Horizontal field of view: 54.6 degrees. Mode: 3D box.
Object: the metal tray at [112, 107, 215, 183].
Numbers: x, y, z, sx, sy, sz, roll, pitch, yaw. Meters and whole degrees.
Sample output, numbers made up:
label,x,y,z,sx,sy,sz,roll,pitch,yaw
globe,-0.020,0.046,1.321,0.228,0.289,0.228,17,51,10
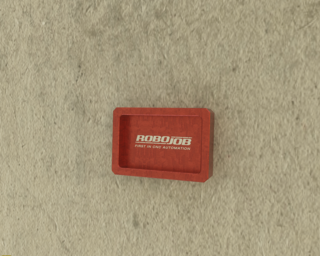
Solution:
label,x,y,z,sx,sy,sz,roll,pitch,yaw
metal tray,0.002,0.019,0.405,0.130,0.030,0.090,2,91,20
